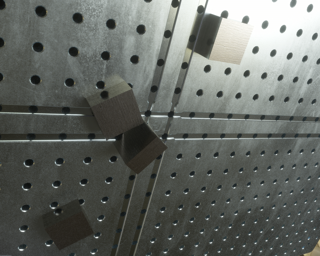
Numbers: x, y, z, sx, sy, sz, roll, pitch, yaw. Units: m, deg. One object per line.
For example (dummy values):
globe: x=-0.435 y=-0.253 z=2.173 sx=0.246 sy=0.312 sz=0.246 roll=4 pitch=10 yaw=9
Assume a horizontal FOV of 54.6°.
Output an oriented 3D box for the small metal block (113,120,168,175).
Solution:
small metal block: x=-0.026 y=0.022 z=0.394 sx=0.050 sy=0.050 sz=0.025 roll=-42 pitch=129 yaw=0

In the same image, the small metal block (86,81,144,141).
small metal block: x=-0.053 y=-0.021 z=0.369 sx=0.050 sy=0.025 sz=0.050 roll=-26 pitch=128 yaw=-12

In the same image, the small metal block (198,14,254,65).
small metal block: x=0.082 y=-0.110 z=0.387 sx=0.050 sy=0.025 sz=0.050 roll=2 pitch=118 yaw=-29

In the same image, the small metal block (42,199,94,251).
small metal block: x=-0.125 y=0.132 z=0.424 sx=0.050 sy=0.025 sz=0.050 roll=-24 pitch=127 yaw=-14
